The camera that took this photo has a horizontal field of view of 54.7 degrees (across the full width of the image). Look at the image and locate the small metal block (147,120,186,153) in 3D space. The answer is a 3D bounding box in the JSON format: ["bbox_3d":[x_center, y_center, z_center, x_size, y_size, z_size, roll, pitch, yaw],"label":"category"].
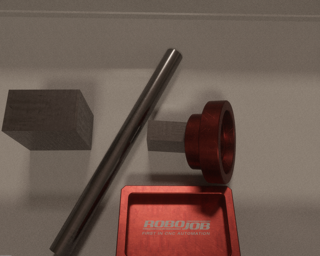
[{"bbox_3d":[0.010,0.012,0.392,0.050,0.050,0.025,3,70,1],"label":"small metal block"}]

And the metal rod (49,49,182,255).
[{"bbox_3d":[-0.047,0.019,0.402,0.025,0.025,0.300,26,72,9],"label":"metal rod"}]

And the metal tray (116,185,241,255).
[{"bbox_3d":[0.019,0.113,0.354,0.131,0.030,0.090,0,55,-1],"label":"metal tray"}]

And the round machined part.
[{"bbox_3d":[0.060,0.016,0.370,0.042,0.098,0.098,0,68,24],"label":"round machined part"}]

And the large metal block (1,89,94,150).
[{"bbox_3d":[-0.132,-0.007,0.381,0.081,0.080,0.050,0,70,-1],"label":"large metal block"}]
